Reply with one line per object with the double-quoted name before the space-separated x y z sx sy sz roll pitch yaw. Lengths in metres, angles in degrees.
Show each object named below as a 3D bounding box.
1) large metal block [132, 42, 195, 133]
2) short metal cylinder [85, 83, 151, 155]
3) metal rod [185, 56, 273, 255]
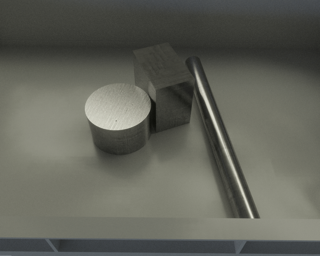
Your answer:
"large metal block" 0.003 -0.054 0.415 0.050 0.080 0.080 -18 53 -15
"short metal cylinder" -0.051 -0.012 0.398 0.081 0.050 0.080 0 50 0
"metal rod" 0.075 0.009 0.398 0.025 0.025 0.300 -7 50 -6
